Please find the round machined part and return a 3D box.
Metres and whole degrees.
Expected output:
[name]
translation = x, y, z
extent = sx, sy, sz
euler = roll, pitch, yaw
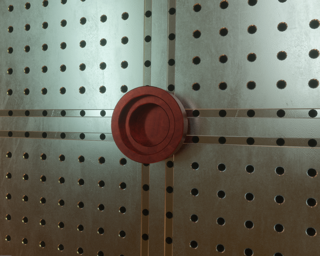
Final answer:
[round machined part]
translation = -0.011, -0.004, 0.407
extent = 0.098, 0.042, 0.097
euler = 0, 90, 20
